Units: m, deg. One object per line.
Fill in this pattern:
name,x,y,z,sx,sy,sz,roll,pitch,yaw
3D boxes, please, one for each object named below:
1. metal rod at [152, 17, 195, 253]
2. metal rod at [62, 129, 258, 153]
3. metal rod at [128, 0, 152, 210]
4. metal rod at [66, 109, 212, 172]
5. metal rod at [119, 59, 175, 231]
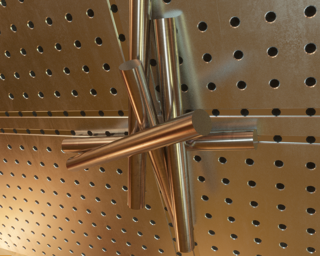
metal rod,0.020,0.022,0.381,0.025,0.025,0.298,3,110,26
metal rod,-0.020,0.021,0.433,0.300,0.025,0.025,-3,117,29
metal rod,-0.027,-0.025,0.384,0.025,0.025,0.298,13,117,20
metal rod,-0.052,0.027,0.393,0.299,0.025,0.025,-20,109,50
metal rod,0.003,0.051,0.410,0.025,0.025,0.298,3,129,26
